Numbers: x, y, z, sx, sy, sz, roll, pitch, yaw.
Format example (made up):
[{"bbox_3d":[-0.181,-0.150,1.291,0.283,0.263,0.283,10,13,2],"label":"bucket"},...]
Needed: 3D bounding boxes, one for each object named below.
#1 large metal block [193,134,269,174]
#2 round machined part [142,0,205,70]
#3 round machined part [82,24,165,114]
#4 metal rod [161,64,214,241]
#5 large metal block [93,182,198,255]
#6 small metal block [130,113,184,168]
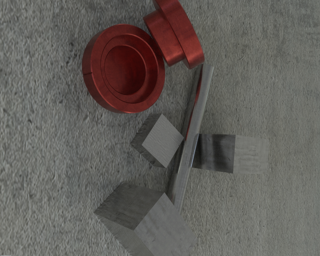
[{"bbox_3d":[0.100,0.037,0.453,0.081,0.080,0.050,8,85,-40],"label":"large metal block"},{"bbox_3d":[0.013,-0.115,0.381,0.042,0.098,0.098,-29,113,5],"label":"round machined part"},{"bbox_3d":[-0.045,-0.065,0.356,0.099,0.042,0.097,0,90,-40],"label":"round machined part"},{"bbox_3d":[0.032,0.052,0.431,0.025,0.025,0.299,23,75,-38],"label":"metal rod"},{"bbox_3d":[-0.017,0.113,0.355,0.050,0.080,0.080,-47,118,-30],"label":"large metal block"},{"bbox_3d":[-0.003,0.016,0.402,0.050,0.025,0.050,47,62,-30],"label":"small metal block"}]
